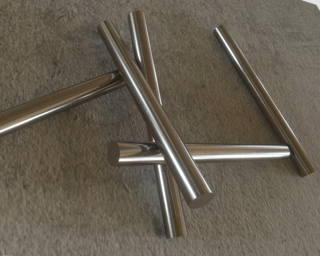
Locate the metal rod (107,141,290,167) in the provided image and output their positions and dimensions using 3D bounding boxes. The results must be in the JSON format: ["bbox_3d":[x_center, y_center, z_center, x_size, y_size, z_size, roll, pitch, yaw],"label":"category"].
[{"bbox_3d":[0.074,0.032,0.395,0.302,0.025,0.025,3,60,-38],"label":"metal rod"}]

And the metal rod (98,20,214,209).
[{"bbox_3d":[-0.021,-0.041,0.362,0.025,0.025,0.300,-3,46,-30],"label":"metal rod"}]

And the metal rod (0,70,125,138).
[{"bbox_3d":[-0.122,-0.028,0.355,0.302,0.025,0.025,-30,79,-38],"label":"metal rod"}]

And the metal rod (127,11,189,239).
[{"bbox_3d":[-0.007,-0.019,0.390,0.025,0.025,0.299,0,69,-29],"label":"metal rod"}]

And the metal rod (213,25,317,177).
[{"bbox_3d":[0.174,-0.056,0.533,0.025,0.025,0.299,-14,69,-34],"label":"metal rod"}]
